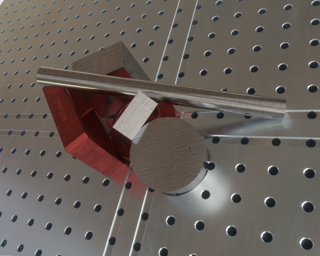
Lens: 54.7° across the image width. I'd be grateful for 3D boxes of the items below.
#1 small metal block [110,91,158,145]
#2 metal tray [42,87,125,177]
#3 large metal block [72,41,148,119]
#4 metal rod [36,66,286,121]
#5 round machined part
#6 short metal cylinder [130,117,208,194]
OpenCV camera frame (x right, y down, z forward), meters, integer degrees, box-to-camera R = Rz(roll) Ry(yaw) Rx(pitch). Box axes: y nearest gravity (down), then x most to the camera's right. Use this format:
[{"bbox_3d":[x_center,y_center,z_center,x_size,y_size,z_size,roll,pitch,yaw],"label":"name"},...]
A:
[{"bbox_3d":[-0.031,-0.010,0.357,0.025,0.050,0.050,35,76,-5],"label":"small metal block"},{"bbox_3d":[-0.105,-0.003,0.421,0.030,0.090,0.130,-38,51,3],"label":"metal tray"},{"bbox_3d":[-0.069,-0.066,0.446,0.080,0.080,0.050,-19,55,16],"label":"large metal block"},{"bbox_3d":[-0.007,-0.044,0.376,0.301,0.025,0.025,9,65,10],"label":"metal rod"},{"bbox_3d":[-0.024,-0.003,0.414,0.098,0.042,0.098,-13,56,20],"label":"round machined part"},{"bbox_3d":[0.012,0.033,0.349,0.080,0.050,0.080,-3,74,12],"label":"short metal cylinder"}]
